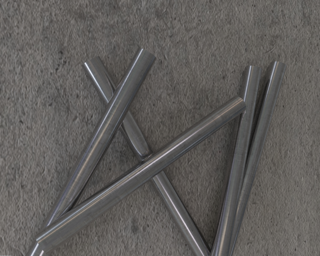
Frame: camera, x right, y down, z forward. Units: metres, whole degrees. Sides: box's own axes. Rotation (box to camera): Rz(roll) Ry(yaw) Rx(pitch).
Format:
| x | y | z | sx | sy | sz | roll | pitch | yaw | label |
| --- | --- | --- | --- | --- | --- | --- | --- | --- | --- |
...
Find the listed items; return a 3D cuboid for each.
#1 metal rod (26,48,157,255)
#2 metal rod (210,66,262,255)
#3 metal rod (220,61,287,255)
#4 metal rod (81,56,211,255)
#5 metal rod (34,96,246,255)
| x | y | z | sx | sy | sz | roll | pitch | yaw | label |
| --- | --- | --- | --- | --- | --- | --- | --- | --- | --- |
| -0.085 | 0.044 | 0.359 | 0.025 | 0.025 | 0.299 | 29 | 87 | -18 | metal rod |
| 0.107 | 0.057 | 0.437 | 0.025 | 0.025 | 0.299 | 16 | 81 | -19 | metal rod |
| 0.135 | 0.044 | 0.458 | 0.025 | 0.025 | 0.299 | 20 | 83 | -19 | metal rod |
| -0.012 | 0.046 | 0.404 | 0.025 | 0.025 | 0.299 | -33 | 101 | -17 | metal rod |
| -0.007 | 0.044 | 0.378 | 0.302 | 0.025 | 0.025 | -34 | 101 | -21 | metal rod |
